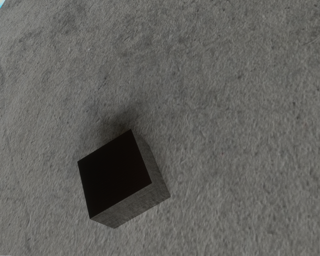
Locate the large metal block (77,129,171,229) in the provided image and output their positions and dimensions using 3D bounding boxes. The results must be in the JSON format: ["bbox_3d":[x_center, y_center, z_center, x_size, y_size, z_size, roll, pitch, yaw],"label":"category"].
[{"bbox_3d":[-0.045,0.062,0.375,0.080,0.050,0.080,-31,52,8],"label":"large metal block"}]
